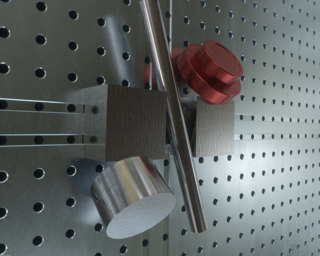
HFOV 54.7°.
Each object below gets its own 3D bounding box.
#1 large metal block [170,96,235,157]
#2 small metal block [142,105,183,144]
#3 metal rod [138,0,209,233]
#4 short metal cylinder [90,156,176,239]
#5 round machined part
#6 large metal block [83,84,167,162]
[{"bbox_3d":[0.062,-0.001,0.446,0.081,0.050,0.080,1,89,-40],"label":"large metal block"},{"bbox_3d":[0.003,-0.004,0.413,0.050,0.025,0.050,1,90,-40],"label":"small metal block"},{"bbox_3d":[0.020,-0.007,0.392,0.025,0.025,0.298,-22,104,-38],"label":"metal rod"},{"bbox_3d":[-0.030,0.077,0.341,0.081,0.050,0.080,-21,143,-17],"label":"short metal cylinder"},{"bbox_3d":[0.076,-0.083,0.430,0.099,0.042,0.098,23,43,-23],"label":"round machined part"},{"bbox_3d":[-0.040,-0.004,0.360,0.081,0.050,0.080,3,89,-40],"label":"large metal block"}]
